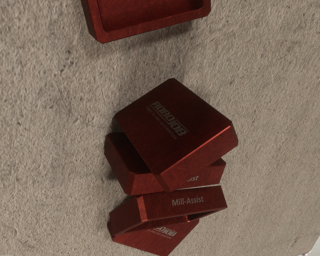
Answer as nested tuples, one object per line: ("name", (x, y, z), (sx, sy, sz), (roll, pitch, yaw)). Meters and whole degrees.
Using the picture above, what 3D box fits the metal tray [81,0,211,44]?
("metal tray", (-0.014, -0.145, 0.306), (0.131, 0.030, 0.089), (-20, 127, -17))

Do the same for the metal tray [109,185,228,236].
("metal tray", (0.011, 0.108, 0.406), (0.131, 0.030, 0.090), (2, 152, -33))

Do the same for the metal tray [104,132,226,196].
("metal tray", (0.005, 0.038, 0.392), (0.131, 0.090, 0.030), (-1, 119, -28))

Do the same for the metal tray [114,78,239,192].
("metal tray", (0.012, 0.000, 0.346), (0.090, 0.130, 0.030), (-34, 129, -6))

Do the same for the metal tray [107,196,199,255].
("metal tray", (-0.007, 0.153, 0.496), (0.090, 0.030, 0.130), (-49, 129, 6))
